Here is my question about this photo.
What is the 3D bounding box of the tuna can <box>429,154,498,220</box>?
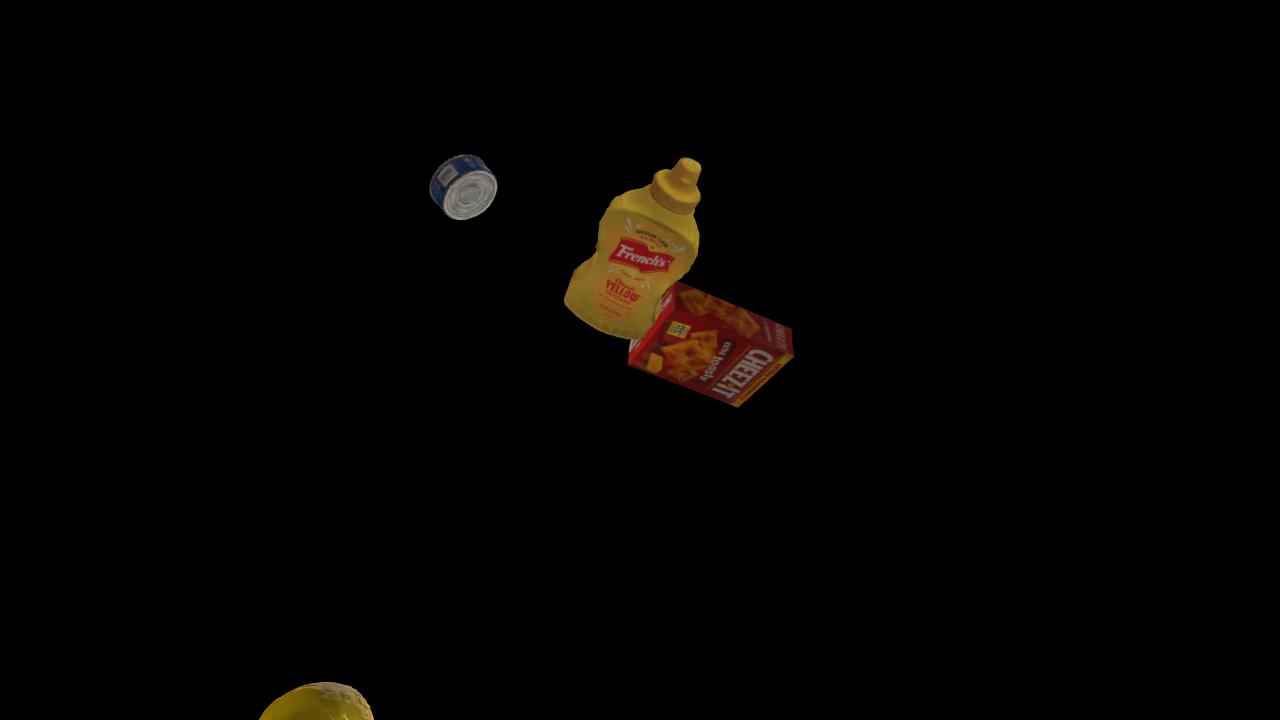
[{"bbox_3d":[-0.231,-0.227,0.813,0.084,0.034,0.084,-36,-20,-15],"label":"tuna can"}]

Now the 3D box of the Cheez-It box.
[{"bbox_3d":[0.114,-0.020,1.013,0.223,0.071,0.166,21,-42,-18],"label":"Cheez-It box"}]

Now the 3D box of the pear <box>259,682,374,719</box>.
[{"bbox_3d":[-0.219,0.262,0.414,0.080,0.080,0.111,0,-25,-22],"label":"pear"}]

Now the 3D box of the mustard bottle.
[{"bbox_3d":[0.003,-0.101,0.548,0.092,0.054,0.184,29,-48,-6],"label":"mustard bottle"}]
